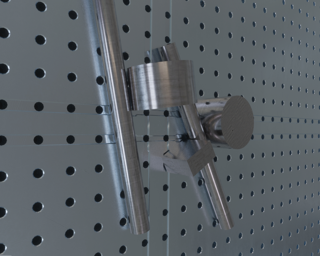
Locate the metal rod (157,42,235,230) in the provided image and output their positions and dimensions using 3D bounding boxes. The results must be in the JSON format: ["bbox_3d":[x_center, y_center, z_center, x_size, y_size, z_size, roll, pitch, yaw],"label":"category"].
[{"bbox_3d":[0.058,0.022,0.458,0.025,0.025,0.298,-33,110,-35],"label":"metal rod"}]

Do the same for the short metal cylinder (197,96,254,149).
[{"bbox_3d":[0.100,-0.008,0.477,0.081,0.050,0.079,0,90,-40],"label":"short metal cylinder"}]

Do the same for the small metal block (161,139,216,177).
[{"bbox_3d":[0.039,0.040,0.426,0.050,0.050,0.025,-35,112,-34],"label":"small metal block"}]

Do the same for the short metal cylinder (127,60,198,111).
[{"bbox_3d":[0.003,-0.051,0.376,0.081,0.080,0.050,-12,98,-39],"label":"short metal cylinder"}]

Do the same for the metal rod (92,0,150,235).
[{"bbox_3d":[-0.046,-0.019,0.370,0.025,0.025,0.298,-14,99,-39],"label":"metal rod"}]
